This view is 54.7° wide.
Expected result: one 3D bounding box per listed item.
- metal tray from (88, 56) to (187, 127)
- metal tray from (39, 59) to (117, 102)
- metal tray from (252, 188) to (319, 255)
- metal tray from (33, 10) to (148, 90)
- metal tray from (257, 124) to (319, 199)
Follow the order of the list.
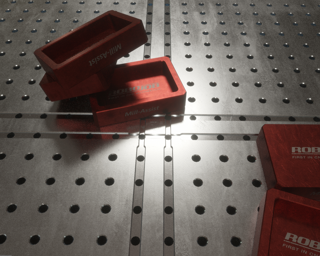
[{"bbox_3d":[-0.037,-0.056,0.450,0.131,0.030,0.090,-12,51,-11],"label":"metal tray"},{"bbox_3d":[-0.112,-0.097,0.459,0.090,0.030,0.130,-9,42,13],"label":"metal tray"},{"bbox_3d":[0.162,0.121,0.304,0.131,0.030,0.090,15,51,12],"label":"metal tray"},{"bbox_3d":[-0.093,-0.110,0.418,0.131,0.030,0.090,-36,43,-17],"label":"metal tray"},{"bbox_3d":[0.193,0.039,0.374,0.131,0.030,0.090,1,50,0],"label":"metal tray"}]
